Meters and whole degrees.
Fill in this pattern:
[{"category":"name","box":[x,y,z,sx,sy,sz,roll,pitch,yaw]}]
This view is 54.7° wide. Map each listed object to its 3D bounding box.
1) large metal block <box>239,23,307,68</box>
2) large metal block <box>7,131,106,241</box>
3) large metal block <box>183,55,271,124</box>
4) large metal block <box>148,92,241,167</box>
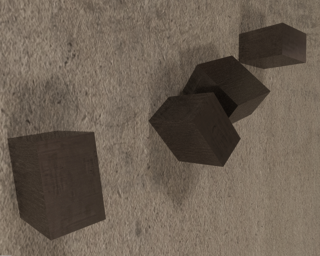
[{"category":"large metal block","box":[0.194,-0.138,0.535,0.081,0.080,0.050,2,89,-40]},{"category":"large metal block","box":[-0.098,0.046,0.288,0.050,0.080,0.079,-11,97,-40]},{"category":"large metal block","box":[0.095,-0.053,0.444,0.081,0.050,0.080,-22,63,-38]},{"category":"large metal block","box":[0.046,0.002,0.410,0.050,0.080,0.080,-51,121,-28]}]
